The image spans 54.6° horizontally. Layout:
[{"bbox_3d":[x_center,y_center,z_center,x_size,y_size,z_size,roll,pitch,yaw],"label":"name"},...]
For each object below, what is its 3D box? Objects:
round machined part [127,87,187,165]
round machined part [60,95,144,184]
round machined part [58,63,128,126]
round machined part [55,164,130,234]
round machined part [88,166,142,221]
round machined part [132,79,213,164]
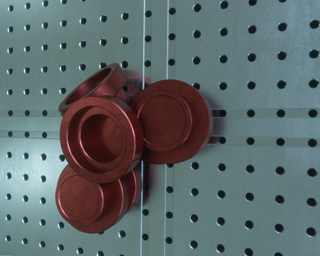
[{"bbox_3d":[-0.004,-0.003,0.383,0.098,0.042,0.097,0,90,20],"label":"round machined part"},{"bbox_3d":[-0.062,0.011,0.358,0.098,0.042,0.097,4,99,22],"label":"round machined part"},{"bbox_3d":[-0.082,-0.040,0.413,0.098,0.098,0.042,-29,116,17],"label":"round machined part"},{"bbox_3d":[-0.091,0.085,0.391,0.098,0.042,0.097,0,90,20],"label":"round machined part"},{"bbox_3d":[-0.077,0.075,0.409,0.098,0.042,0.097,0,90,20],"label":"round machined part"},{"bbox_3d":[0.008,-0.007,0.355,0.098,0.042,0.097,0,89,20],"label":"round machined part"}]
